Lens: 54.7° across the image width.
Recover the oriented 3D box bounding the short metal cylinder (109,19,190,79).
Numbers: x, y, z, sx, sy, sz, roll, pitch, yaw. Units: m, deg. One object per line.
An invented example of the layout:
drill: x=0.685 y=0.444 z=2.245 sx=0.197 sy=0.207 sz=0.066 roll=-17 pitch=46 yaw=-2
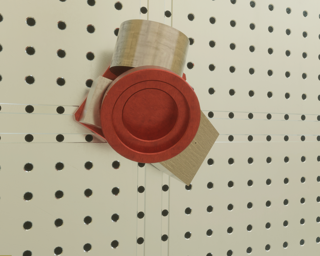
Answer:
short metal cylinder: x=-0.011 y=-0.080 z=0.348 sx=0.081 sy=0.080 sz=0.050 roll=14 pitch=85 yaw=-20

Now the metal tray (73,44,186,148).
metal tray: x=-0.037 y=-0.040 z=0.398 sx=0.090 sy=0.030 sz=0.130 roll=36 pitch=78 yaw=-17

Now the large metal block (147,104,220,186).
large metal block: x=0.020 y=0.015 z=0.389 sx=0.080 sy=0.050 sz=0.080 roll=-58 pitch=138 yaw=-11

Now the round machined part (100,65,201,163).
round machined part: x=-0.011 y=-0.016 z=0.321 sx=0.099 sy=0.042 sz=0.097 roll=-3 pitch=110 yaw=-8

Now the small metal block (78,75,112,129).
small metal block: x=-0.067 y=-0.026 z=0.342 sx=0.025 sy=0.050 sz=0.050 roll=21 pitch=83 yaw=-19
